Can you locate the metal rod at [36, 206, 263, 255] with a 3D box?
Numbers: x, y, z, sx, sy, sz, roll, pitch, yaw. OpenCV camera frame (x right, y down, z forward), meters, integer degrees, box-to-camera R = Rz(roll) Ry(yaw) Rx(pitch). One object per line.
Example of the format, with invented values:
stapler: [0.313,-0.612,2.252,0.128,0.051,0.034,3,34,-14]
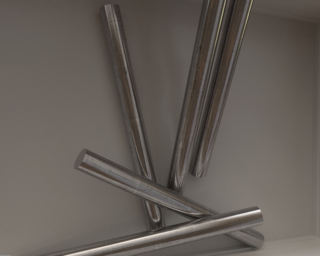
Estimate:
metal rod: [-0.018,0.139,0.377,0.302,0.025,0.025,-10,94,-10]

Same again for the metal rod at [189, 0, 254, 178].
metal rod: [0.077,-0.071,0.372,0.025,0.025,0.298,0,117,-20]

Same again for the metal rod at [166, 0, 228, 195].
metal rod: [0.043,-0.048,0.364,0.025,0.025,0.298,1,114,-20]

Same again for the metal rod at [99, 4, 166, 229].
metal rod: [-0.033,-0.005,0.399,0.025,0.025,0.298,-13,95,-20]

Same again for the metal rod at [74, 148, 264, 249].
metal rod: [0.030,0.101,0.401,0.301,0.025,0.025,30,80,-26]
